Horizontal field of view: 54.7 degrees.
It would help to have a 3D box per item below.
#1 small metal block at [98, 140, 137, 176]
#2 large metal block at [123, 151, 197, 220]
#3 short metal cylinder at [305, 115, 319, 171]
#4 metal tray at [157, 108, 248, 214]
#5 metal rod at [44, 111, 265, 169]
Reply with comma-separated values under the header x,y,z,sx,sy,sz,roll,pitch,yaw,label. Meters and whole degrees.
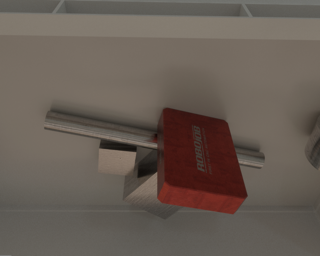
x,y,z,sx,sy,sz,roll,pitch,yaw,label
-0.061,0.041,0.443,0.050,0.025,0.050,6,130,-6,small metal block
0.002,0.084,0.465,0.080,0.050,0.080,32,123,-25,large metal block
0.235,0.021,0.394,0.081,0.080,0.050,0,130,-1,short metal cylinder
0.044,0.034,0.370,0.091,0.130,0.030,12,129,-10,metal tray
0.000,0.019,0.424,0.302,0.025,0.025,11,129,-10,metal rod
